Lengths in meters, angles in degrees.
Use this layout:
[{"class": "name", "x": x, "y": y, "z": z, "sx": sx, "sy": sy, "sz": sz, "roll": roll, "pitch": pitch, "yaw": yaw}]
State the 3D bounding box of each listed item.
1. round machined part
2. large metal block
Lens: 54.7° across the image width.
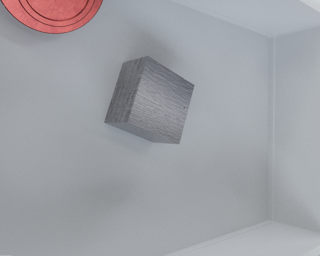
[{"class": "round machined part", "x": -0.097, "y": -0.133, "z": 0.283, "sx": 0.099, "sy": 0.042, "sz": 0.097, "roll": -16, "pitch": 133, "yaw": -18}, {"class": "large metal block", "x": -0.011, "y": -0.031, "z": 0.383, "sx": 0.080, "sy": 0.050, "sz": 0.080, "roll": 25, "pitch": 75, "yaw": -38}]
